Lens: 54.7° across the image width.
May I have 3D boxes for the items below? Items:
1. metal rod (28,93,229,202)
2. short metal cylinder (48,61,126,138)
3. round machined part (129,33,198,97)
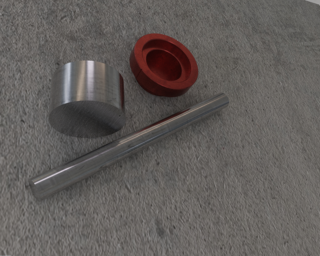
[{"bbox_3d":[-0.012,0.009,0.391,0.302,0.025,0.025,-25,76,-37],"label":"metal rod"},{"bbox_3d":[-0.079,-0.029,0.344,0.081,0.080,0.050,7,59,-25],"label":"short metal cylinder"},{"bbox_3d":[0.002,-0.085,0.445,0.099,0.042,0.098,14,56,-21],"label":"round machined part"}]
